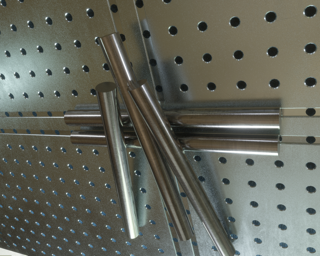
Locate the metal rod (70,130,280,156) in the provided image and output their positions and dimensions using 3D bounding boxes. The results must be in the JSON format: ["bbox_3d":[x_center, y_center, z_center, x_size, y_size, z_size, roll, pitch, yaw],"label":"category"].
[{"bbox_3d":[0.001,0.017,0.420,0.301,0.025,0.025,1,119,27],"label":"metal rod"}]

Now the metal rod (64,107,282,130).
[{"bbox_3d":[-0.003,-0.013,0.404,0.301,0.025,0.025,1,119,27],"label":"metal rod"}]

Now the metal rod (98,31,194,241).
[{"bbox_3d":[-0.010,0.027,0.400,0.025,0.025,0.298,-6,116,31],"label":"metal rod"}]

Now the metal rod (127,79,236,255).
[{"bbox_3d":[0.039,0.071,0.409,0.025,0.025,0.299,-11,120,32],"label":"metal rod"}]

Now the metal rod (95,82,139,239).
[{"bbox_3d":[-0.056,0.069,0.458,0.025,0.025,0.298,13,131,20],"label":"metal rod"}]
